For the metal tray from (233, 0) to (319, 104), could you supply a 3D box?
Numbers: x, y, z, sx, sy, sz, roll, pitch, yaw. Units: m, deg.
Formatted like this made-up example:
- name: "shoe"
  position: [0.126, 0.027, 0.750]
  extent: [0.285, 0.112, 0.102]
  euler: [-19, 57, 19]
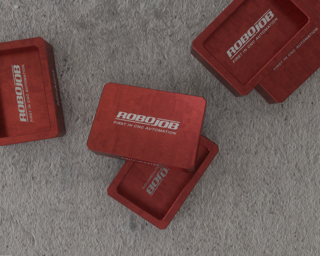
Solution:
- name: "metal tray"
  position: [0.169, -0.106, 0.409]
  extent: [0.130, 0.030, 0.090]
  euler: [-44, 90, 0]

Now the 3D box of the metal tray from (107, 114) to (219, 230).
- name: "metal tray"
  position: [0.004, 0.053, 0.407]
  extent: [0.090, 0.030, 0.130]
  euler: [34, 90, 0]

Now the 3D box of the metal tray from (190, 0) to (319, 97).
- name: "metal tray"
  position: [0.113, -0.113, 0.377]
  extent: [0.090, 0.030, 0.130]
  euler: [45, 90, 0]

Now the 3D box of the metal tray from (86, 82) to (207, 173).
- name: "metal tray"
  position: [-0.014, -0.002, 0.384]
  extent: [0.131, 0.030, 0.090]
  euler: [10, 74, 10]

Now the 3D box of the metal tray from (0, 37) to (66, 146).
- name: "metal tray"
  position: [-0.181, -0.046, 0.405]
  extent: [0.091, 0.030, 0.129]
  euler: [-9, 90, 0]
